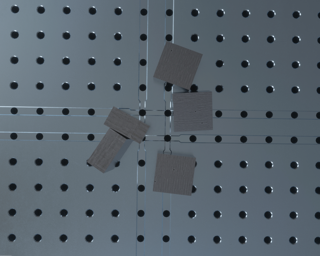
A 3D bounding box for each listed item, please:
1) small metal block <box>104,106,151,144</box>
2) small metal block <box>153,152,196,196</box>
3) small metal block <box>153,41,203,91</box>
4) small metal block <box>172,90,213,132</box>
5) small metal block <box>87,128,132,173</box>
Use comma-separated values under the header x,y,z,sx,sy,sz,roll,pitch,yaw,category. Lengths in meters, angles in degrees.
x,y,z,sx,sy,sz,roll,pitch,yaw,category
-0.040,-0.004,0.400,0.050,0.050,0.025,29,90,-1,small metal block
0.019,0.060,0.414,0.050,0.025,0.050,7,90,-1,small metal block
0.023,-0.081,0.414,0.050,0.025,0.050,20,90,-1,small metal block
0.042,-0.023,0.410,0.050,0.025,0.050,-3,100,-1,small metal block
-0.062,0.028,0.399,0.025,0.050,0.050,34,91,5,small metal block
